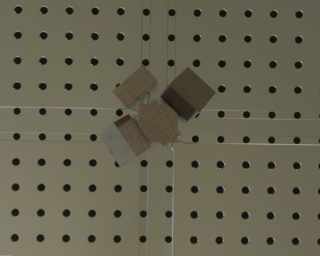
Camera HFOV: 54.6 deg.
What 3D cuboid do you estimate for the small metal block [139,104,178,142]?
[{"bbox_3d":[-0.002,-0.006,0.413,0.050,0.025,0.050,1,90,-1],"label":"small metal block"}]

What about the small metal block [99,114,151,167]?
[{"bbox_3d":[-0.046,0.017,0.398,0.025,0.050,0.050,-34,90,-37],"label":"small metal block"}]

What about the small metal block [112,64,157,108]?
[{"bbox_3d":[-0.031,-0.052,0.401,0.050,0.050,0.025,-41,90,0],"label":"small metal block"}]

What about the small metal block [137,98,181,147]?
[{"bbox_3d":[-0.001,-0.006,0.376,0.025,0.050,0.050,-36,91,-1],"label":"small metal block"}]

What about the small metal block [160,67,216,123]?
[{"bbox_3d":[0.037,-0.044,0.400,0.050,0.025,0.050,43,50,0],"label":"small metal block"}]
